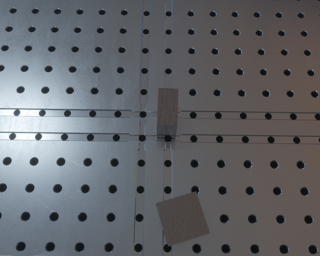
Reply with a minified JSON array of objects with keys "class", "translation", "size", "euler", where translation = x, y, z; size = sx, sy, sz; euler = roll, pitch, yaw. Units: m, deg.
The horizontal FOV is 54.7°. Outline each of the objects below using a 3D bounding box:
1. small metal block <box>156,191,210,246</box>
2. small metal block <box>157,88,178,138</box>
[{"class":"small metal block","translation":[0.026,0.109,0.372],"size":[0.050,0.025,0.050],"euler":[-15,71,-6]},{"class":"small metal block","translation":[0.010,-0.019,0.405],"size":[0.025,0.050,0.050],"euler":[2,70,1]}]
